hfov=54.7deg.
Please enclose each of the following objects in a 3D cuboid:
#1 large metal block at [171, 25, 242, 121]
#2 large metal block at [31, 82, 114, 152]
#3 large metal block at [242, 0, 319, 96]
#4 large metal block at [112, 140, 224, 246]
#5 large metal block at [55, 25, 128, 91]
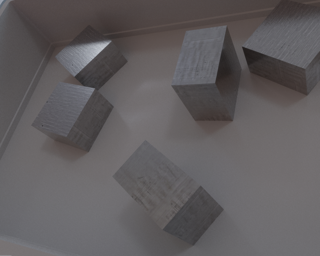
[{"bbox_3d":[0.061,-0.063,0.376,0.050,0.080,0.080,1,62,28],"label":"large metal block"},{"bbox_3d":[-0.131,-0.018,0.467,0.080,0.050,0.080,14,69,33],"label":"large metal block"},{"bbox_3d":[0.159,-0.097,0.365,0.080,0.050,0.080,35,81,38],"label":"large metal block"},{"bbox_3d":[0.010,0.068,0.322,0.050,0.080,0.080,-49,52,-6],"label":"large metal block"},{"bbox_3d":[-0.115,-0.115,0.519,0.080,0.050,0.080,-45,51,-4],"label":"large metal block"}]
